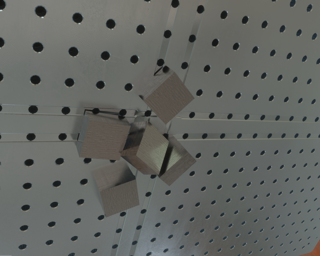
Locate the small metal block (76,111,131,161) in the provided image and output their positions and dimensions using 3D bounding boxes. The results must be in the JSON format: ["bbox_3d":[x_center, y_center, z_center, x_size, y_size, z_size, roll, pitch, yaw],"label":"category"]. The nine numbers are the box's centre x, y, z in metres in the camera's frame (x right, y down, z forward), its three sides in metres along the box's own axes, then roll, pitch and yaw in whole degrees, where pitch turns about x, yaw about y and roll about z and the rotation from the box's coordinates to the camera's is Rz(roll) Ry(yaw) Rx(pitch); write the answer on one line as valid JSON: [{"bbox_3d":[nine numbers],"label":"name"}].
[{"bbox_3d":[-0.069,0.010,0.377,0.050,0.025,0.050,8,114,-28],"label":"small metal block"}]

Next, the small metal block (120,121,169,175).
[{"bbox_3d":[-0.018,0.026,0.400,0.050,0.025,0.050,46,50,-40],"label":"small metal block"}]

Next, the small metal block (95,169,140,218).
[{"bbox_3d":[-0.059,0.091,0.435,0.050,0.025,0.050,-17,125,-19],"label":"small metal block"}]

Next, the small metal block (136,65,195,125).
[{"bbox_3d":[0.007,-0.041,0.389,0.050,0.025,0.050,-43,129,1],"label":"small metal block"}]

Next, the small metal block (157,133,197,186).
[{"bbox_3d":[0.014,0.043,0.428,0.050,0.050,0.025,-43,129,1],"label":"small metal block"}]
